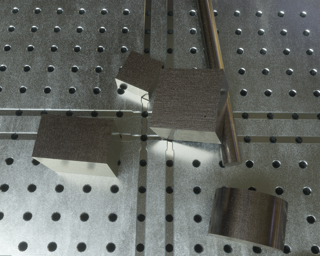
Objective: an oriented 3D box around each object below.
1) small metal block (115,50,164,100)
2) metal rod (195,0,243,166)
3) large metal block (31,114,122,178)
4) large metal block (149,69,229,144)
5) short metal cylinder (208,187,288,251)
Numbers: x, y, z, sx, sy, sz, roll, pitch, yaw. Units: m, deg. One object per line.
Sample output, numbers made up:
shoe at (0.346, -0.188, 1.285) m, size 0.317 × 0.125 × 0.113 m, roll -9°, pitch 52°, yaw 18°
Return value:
small metal block at (-0.028, -0.075, 0.439) m, size 0.050 × 0.025 × 0.050 m, roll 24°, pitch 72°, yaw 8°
metal rod at (0.078, -0.093, 0.446) m, size 0.025 × 0.025 × 0.299 m, roll -5°, pitch 70°, yaw -2°
large metal block at (-0.094, 0.024, 0.373) m, size 0.080 × 0.080 × 0.050 m, roll 5°, pitch 70°, yaw 2°
large metal block at (0.039, -0.028, 0.395) m, size 0.080 × 0.050 × 0.080 m, roll 4°, pitch 73°, yaw 20°
short metal cylinder at (0.098, 0.102, 0.346) m, size 0.080 × 0.080 × 0.050 m, roll 13°, pitch 71°, yaw 4°
